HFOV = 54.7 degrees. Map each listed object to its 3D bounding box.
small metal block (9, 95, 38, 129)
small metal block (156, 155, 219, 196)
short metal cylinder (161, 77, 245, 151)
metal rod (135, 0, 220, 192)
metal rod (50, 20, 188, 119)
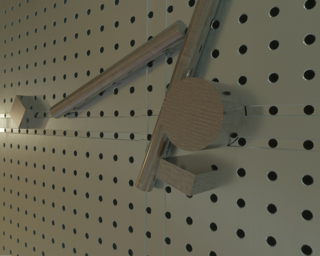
[{"bbox_3d":[-0.285,-0.033,0.645,0.050,0.025,0.050,46,118,30],"label":"small metal block"},{"bbox_3d":[0.033,0.054,0.366,0.050,0.050,0.025,22,104,38],"label":"small metal block"},{"bbox_3d":[0.049,-0.015,0.353,0.080,0.050,0.079,0,90,40],"label":"short metal cylinder"},{"bbox_3d":[0.025,-0.055,0.388,0.025,0.025,0.298,30,109,36],"label":"metal rod"},{"bbox_3d":[-0.080,-0.076,0.475,0.299,0.025,0.025,-23,75,37],"label":"metal rod"}]
